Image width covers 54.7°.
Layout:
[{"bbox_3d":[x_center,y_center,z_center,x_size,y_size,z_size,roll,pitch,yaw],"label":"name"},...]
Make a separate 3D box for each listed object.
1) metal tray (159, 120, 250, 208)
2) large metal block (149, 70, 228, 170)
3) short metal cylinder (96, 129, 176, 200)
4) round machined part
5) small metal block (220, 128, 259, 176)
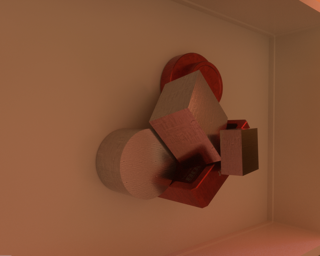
[{"bbox_3d":[0.054,0.040,0.409,0.131,0.090,0.030,-46,117,-31],"label":"metal tray"},{"bbox_3d":[0.039,-0.010,0.376,0.080,0.050,0.080,54,34,-27],"label":"large metal block"},{"bbox_3d":[-0.027,0.040,0.367,0.081,0.050,0.079,0,90,-40],"label":"short metal cylinder"},{"bbox_3d":[0.051,-0.058,0.438,0.099,0.042,0.097,0,90,-40],"label":"round machined part"},{"bbox_3d":[0.093,0.026,0.361,0.050,0.025,0.050,-4,92,-53],"label":"small metal block"}]
